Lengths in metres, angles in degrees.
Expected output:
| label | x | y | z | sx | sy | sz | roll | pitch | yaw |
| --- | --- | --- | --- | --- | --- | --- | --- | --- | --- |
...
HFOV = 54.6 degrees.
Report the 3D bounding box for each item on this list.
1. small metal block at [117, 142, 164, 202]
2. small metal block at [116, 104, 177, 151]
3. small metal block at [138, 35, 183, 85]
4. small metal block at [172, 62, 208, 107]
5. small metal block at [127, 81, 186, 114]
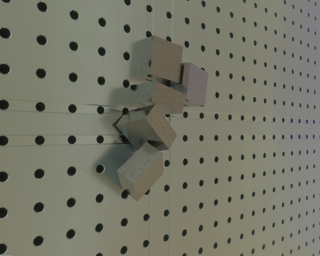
| label | x | y | z | sx | sy | sz | roll | pitch | yaw |
| --- | --- | --- | --- | --- | --- | --- | --- | --- | --- |
| small metal block | -0.022 | 0.053 | 0.372 | 0.050 | 0.025 | 0.050 | -44 | 153 | -26 |
| small metal block | -0.016 | 0.002 | 0.376 | 0.050 | 0.050 | 0.025 | 53 | 47 | -27 |
| small metal block | 0.001 | -0.088 | 0.409 | 0.050 | 0.025 | 0.050 | 9 | 85 | -39 |
| small metal block | 0.043 | -0.060 | 0.437 | 0.050 | 0.025 | 0.050 | 14 | 81 | -52 |
| small metal block | -0.005 | -0.036 | 0.388 | 0.050 | 0.050 | 0.025 | 18 | 79 | -39 |
